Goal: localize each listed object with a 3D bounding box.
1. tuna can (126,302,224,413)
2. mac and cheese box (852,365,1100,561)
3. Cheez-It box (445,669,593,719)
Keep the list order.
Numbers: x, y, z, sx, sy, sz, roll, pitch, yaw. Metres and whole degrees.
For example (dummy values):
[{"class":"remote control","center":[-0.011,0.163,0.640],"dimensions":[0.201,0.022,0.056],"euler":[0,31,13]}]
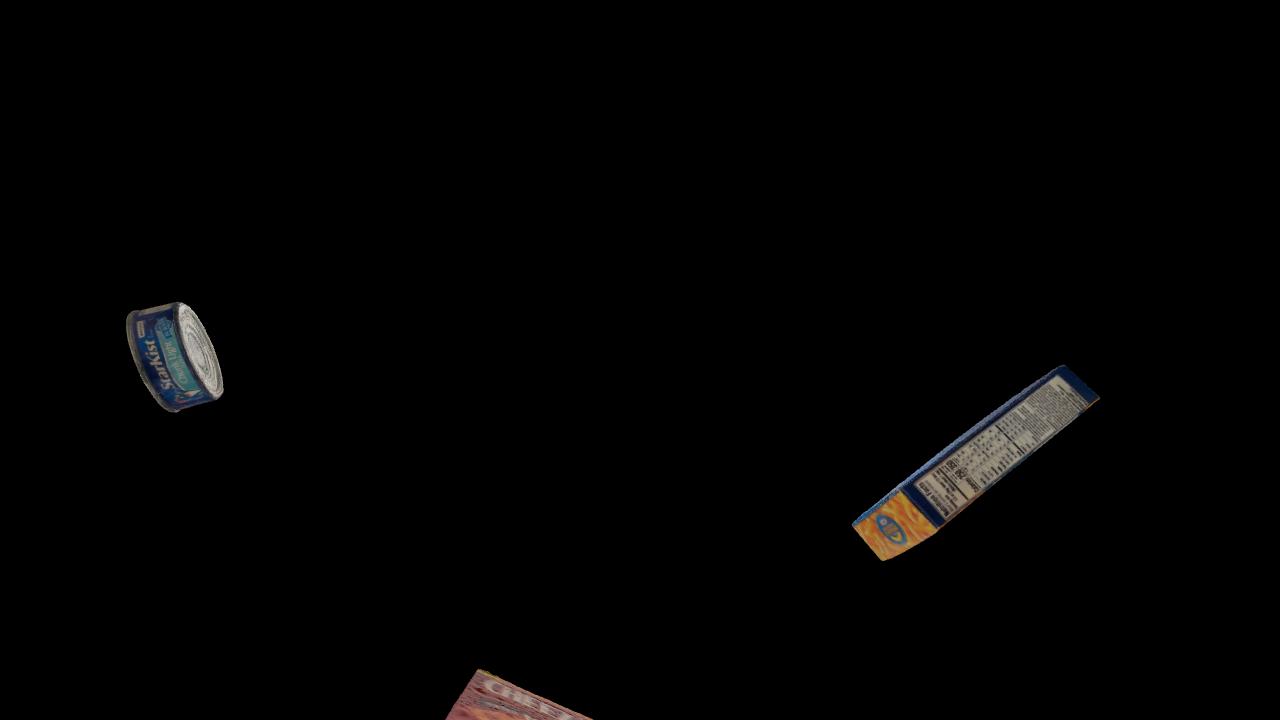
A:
[{"class":"tuna can","center":[-0.366,-0.003,0.487],"dimensions":[0.034,0.084,0.084],"euler":[-18,7,-21]},{"class":"mac and cheese box","center":[0.254,0.079,0.470],"dimensions":[0.184,0.041,0.093],"euler":[-29,-23,-19]},{"class":"Cheez-It box","center":[-0.095,0.353,0.530],"dimensions":[0.166,0.071,0.223],"euler":[25,-17,1]}]
